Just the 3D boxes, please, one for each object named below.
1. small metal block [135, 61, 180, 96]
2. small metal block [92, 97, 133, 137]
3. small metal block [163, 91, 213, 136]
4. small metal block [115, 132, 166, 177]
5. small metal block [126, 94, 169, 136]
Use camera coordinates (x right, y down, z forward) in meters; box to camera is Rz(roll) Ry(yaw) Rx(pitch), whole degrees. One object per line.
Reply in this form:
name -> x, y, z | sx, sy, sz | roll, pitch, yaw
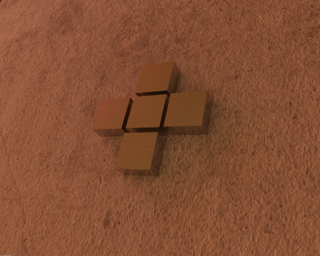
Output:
small metal block -> -0.002, -0.066, 0.446 | 0.050, 0.025, 0.050 | -2, 61, 27
small metal block -> -0.064, -0.015, 0.446 | 0.050, 0.025, 0.050 | -2, 61, 27
small metal block -> 0.037, -0.018, 0.396 | 0.050, 0.025, 0.050 | -2, 61, 27
small metal block -> -0.024, 0.034, 0.396 | 0.050, 0.025, 0.050 | -2, 61, 27
small metal block -> -0.013, -0.017, 0.421 | 0.050, 0.025, 0.050 | -2, 61, 27
